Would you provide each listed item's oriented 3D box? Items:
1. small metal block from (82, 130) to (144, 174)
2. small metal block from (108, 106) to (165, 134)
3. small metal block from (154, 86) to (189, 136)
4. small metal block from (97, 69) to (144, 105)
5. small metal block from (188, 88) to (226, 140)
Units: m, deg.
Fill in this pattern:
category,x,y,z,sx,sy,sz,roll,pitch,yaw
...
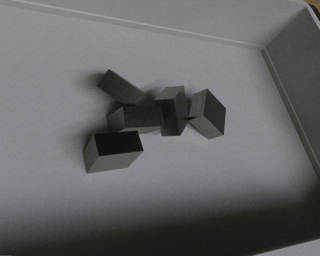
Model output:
category,x,y,z,sx,sy,sz,roll,pitch,yaw
small metal block,-0.053,0.027,0.345,0.050,0.050,0.025,-5,64,-31
small metal block,-0.030,-0.008,0.377,0.050,0.050,0.025,-3,80,-30
small metal block,0.017,-0.023,0.404,0.050,0.025,0.050,-55,138,-58
small metal block,-0.048,-0.049,0.393,0.050,0.050,0.025,34,95,-6
small metal block,0.069,-0.020,0.446,0.050,0.025,0.050,40,47,-32
